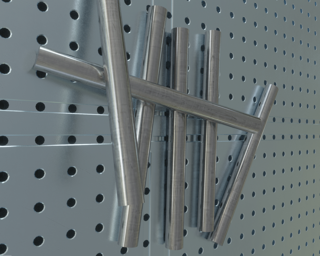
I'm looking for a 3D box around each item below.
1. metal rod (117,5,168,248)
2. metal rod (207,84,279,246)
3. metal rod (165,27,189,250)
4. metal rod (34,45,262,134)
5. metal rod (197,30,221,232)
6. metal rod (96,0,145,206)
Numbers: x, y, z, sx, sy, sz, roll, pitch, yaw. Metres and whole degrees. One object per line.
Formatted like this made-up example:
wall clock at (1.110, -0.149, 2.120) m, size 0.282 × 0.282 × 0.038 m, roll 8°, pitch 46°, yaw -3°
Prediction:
metal rod at (-0.021, -0.006, 0.390) m, size 0.025 × 0.025 × 0.299 m, roll 12°, pitch 83°, yaw -39°
metal rod at (0.147, 0.051, 0.530) m, size 0.025 × 0.025 × 0.300 m, roll 40°, pitch 66°, yaw -33°
metal rod at (0.024, 0.013, 0.427) m, size 0.025 × 0.025 × 0.298 m, roll 3°, pitch 88°, yaw -40°
metal rod at (0.008, -0.037, 0.377) m, size 0.302 × 0.025 × 0.025 m, roll 14°, pitch 81°, yaw -28°
metal rod at (0.075, 0.003, 0.470) m, size 0.025 × 0.025 × 0.298 m, roll 4°, pitch 87°, yaw -40°
metal rod at (-0.047, -0.073, 0.322) m, size 0.025 × 0.025 × 0.299 m, roll 2°, pitch 75°, yaw -40°
